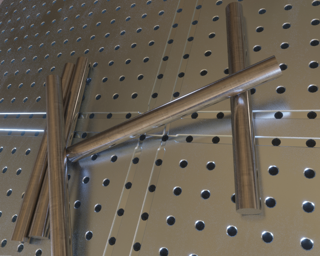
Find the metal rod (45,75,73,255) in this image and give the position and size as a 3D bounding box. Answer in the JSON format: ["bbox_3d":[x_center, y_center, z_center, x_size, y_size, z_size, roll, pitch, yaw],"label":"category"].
[{"bbox_3d":[-0.140,0.052,0.423,0.025,0.025,0.299,-21,61,15],"label":"metal rod"}]

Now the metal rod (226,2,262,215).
[{"bbox_3d":[0.099,-0.046,0.383,0.025,0.025,0.299,-9,58,23],"label":"metal rod"}]

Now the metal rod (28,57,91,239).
[{"bbox_3d":[-0.146,0.012,0.475,0.025,0.025,0.299,-9,58,23],"label":"metal rod"}]

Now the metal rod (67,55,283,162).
[{"bbox_3d":[0.001,-0.015,0.395,0.300,0.025,0.025,-23,53,21],"label":"metal rod"}]

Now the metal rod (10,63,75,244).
[{"bbox_3d":[-0.173,0.021,0.483,0.025,0.025,0.299,-8,58,23],"label":"metal rod"}]
